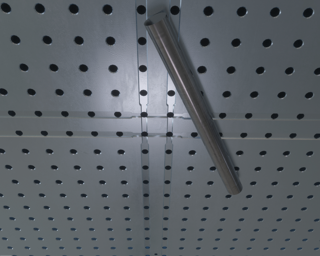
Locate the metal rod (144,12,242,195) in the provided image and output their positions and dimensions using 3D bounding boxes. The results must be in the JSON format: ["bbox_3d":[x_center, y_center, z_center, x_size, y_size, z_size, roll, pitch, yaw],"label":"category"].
[{"bbox_3d":[0.057,-0.008,0.405,0.025,0.025,0.299,-19,128,15],"label":"metal rod"}]
